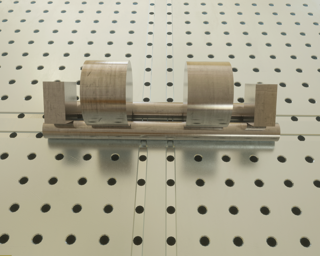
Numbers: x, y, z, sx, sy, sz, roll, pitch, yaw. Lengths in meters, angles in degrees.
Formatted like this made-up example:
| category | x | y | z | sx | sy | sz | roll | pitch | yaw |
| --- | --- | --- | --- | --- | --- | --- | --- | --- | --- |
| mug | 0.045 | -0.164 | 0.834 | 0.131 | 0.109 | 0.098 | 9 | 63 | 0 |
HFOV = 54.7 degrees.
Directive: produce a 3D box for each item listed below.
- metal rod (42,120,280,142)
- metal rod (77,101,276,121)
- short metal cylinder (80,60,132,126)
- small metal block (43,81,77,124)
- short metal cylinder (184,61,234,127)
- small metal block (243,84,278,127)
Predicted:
| category | x | y | z | sx | sy | sz | roll | pitch | yaw |
| --- | --- | --- | --- | --- | --- | --- | --- | --- | --- |
| metal rod | 0.002 | 0.003 | 0.405 | 0.302 | 0.025 | 0.025 | 1 | 50 | 0 |
| metal rod | 0.005 | -0.023 | 0.427 | 0.302 | 0.025 | 0.025 | 1 | 50 | 0 |
| short metal cylinder | -0.062 | -0.042 | 0.379 | 0.050 | 0.080 | 0.080 | 1 | 50 | 0 |
| small metal block | -0.124 | -0.033 | 0.389 | 0.025 | 0.050 | 0.050 | 0 | 8 | 1 |
| short metal cylinder | 0.056 | -0.041 | 0.378 | 0.050 | 0.080 | 0.080 | 1 | 50 | 0 |
| small metal block | 0.124 | -0.030 | 0.388 | 0.025 | 0.050 | 0.050 | 0 | 9 | 1 |
